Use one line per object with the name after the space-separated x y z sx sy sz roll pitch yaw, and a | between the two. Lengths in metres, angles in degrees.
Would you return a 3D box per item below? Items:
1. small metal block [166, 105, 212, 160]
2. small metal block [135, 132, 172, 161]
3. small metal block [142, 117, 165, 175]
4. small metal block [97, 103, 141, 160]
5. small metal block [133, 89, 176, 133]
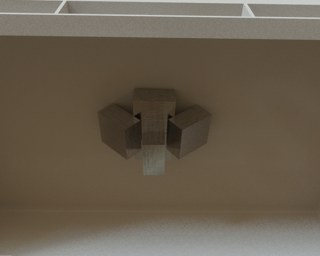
0.036 0.005 0.396 0.050 0.025 0.050 -27 139 -30 | small metal block
-0.009 0.017 0.421 0.050 0.025 0.050 2 130 -2 | small metal block
-0.007 0.021 0.375 0.025 0.050 0.050 0 130 -1 | small metal block
-0.051 0.004 0.392 0.050 0.025 0.050 32 139 31 | small metal block
-0.008 -0.021 0.388 0.050 0.025 0.050 1 130 -2 | small metal block
